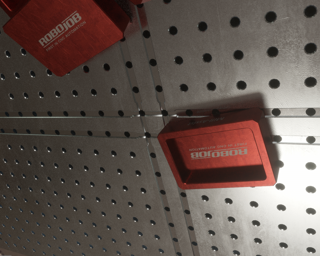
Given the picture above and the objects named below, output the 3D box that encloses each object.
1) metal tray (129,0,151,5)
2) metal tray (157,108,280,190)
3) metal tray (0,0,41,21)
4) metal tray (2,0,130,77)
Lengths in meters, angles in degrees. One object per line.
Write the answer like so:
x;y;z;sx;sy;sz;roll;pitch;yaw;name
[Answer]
-0.046;-0.200;0.307;0.130;0.030;0.089;39;129;1;metal tray
0.071;0.031;0.388;0.130;0.030;0.090;-10;114;32;metal tray
-0.194;-0.211;0.377;0.090;0.030;0.130;-34;100;38;metal tray
-0.112;-0.122;0.368;0.130;0.030;0.090;-20;131;36;metal tray
